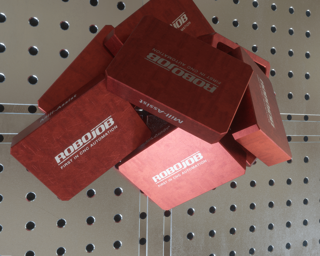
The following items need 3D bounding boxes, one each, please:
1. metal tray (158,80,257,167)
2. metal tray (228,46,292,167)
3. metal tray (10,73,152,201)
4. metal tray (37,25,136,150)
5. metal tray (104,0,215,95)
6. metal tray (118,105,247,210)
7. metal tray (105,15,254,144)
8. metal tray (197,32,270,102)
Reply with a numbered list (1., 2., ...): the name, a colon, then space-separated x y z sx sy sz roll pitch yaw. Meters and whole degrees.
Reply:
1. metal tray: 0.062 -0.008 0.401 0.130 0.090 0.030 46 76 -14
2. metal tray: 0.118 -0.028 0.386 0.090 0.030 0.130 33 43 -38
3. metal tray: -0.086 0.011 0.354 0.130 0.030 0.090 -38 118 -5
4. metal tray: -0.072 -0.049 0.382 0.090 0.030 0.130 41 77 -16
5. metal tray: 0.005 -0.114 0.391 0.090 0.030 0.130 49 61 -15
6. metal tray: 0.024 0.041 0.372 0.090 0.130 0.030 45 34 -16
7. metal tray: 0.021 -0.052 0.324 0.130 0.030 0.090 27 66 2
8. metal tray: 0.097 -0.063 0.422 0.131 0.030 0.090 12 85 -40
